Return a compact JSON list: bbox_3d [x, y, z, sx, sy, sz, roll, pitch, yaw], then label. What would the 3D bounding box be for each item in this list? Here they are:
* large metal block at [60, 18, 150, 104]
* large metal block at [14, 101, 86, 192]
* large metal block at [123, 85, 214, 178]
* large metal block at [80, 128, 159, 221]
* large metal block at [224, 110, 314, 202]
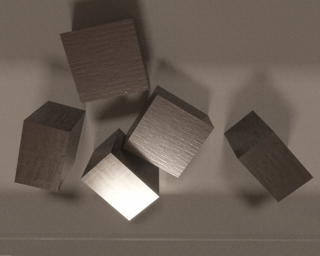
[{"bbox_3d":[-0.060,-0.081,0.367,0.080,0.050,0.079,-11,110,3],"label":"large metal block"},{"bbox_3d":[-0.134,0.020,0.387,0.050,0.080,0.079,15,109,-6],"label":"large metal block"},{"bbox_3d":[0.010,0.004,0.400,0.080,0.050,0.080,30,107,-11],"label":"large metal block"},{"bbox_3d":[-0.047,0.057,0.402,0.050,0.080,0.080,-41,105,13],"label":"large metal block"},{"bbox_3d":[0.134,0.033,0.396,0.050,0.080,0.080,-41,106,13],"label":"large metal block"}]
